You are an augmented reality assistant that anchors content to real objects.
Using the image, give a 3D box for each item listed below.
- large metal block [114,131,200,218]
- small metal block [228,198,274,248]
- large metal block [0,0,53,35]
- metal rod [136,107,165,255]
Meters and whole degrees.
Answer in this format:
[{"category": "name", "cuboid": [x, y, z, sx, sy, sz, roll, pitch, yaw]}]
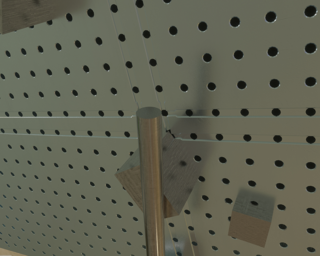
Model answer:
[{"category": "large metal block", "cuboid": [-0.001, 0.063, 0.414, 0.050, 0.080, 0.080, -25, 105, 36]}, {"category": "small metal block", "cuboid": [0.124, 0.130, 0.426, 0.050, 0.025, 0.050, 13, 124, 20]}, {"category": "large metal block", "cuboid": [-0.172, -0.166, 0.362, 0.050, 0.080, 0.079, 28, 128, 10]}, {"category": "metal rod", "cuboid": [-0.007, 0.112, 0.379, 0.025, 0.025, 0.298, 12, 124, 21]}]
